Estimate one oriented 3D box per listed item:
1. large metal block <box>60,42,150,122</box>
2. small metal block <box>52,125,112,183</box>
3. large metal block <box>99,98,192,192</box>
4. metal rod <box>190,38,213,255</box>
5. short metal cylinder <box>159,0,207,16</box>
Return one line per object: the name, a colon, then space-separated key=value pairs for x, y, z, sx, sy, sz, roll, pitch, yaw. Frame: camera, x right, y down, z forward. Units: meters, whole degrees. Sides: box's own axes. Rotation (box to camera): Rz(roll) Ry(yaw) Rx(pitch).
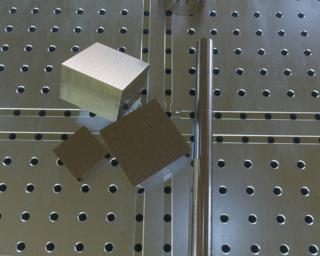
large metal block: x=-0.070 y=-0.061 z=0.401 sx=0.080 sy=0.050 sz=0.080 roll=24 pitch=39 yaw=8
small metal block: x=-0.099 y=0.034 z=0.398 sx=0.050 sy=0.025 sz=0.050 roll=-41 pitch=75 yaw=-14
large metal block: x=-0.018 y=0.023 z=0.390 sx=0.080 sy=0.050 sz=0.080 roll=-31 pitch=73 yaw=-11
metal rod: x=0.057 y=0.014 z=0.407 sx=0.025 sy=0.025 sz=0.299 roll=4 pitch=70 yaw=1
short metal cylinder: x=0.037 y=-0.223 z=0.481 sx=0.081 sy=0.050 sz=0.080 roll=0 pitch=70 yaw=0
